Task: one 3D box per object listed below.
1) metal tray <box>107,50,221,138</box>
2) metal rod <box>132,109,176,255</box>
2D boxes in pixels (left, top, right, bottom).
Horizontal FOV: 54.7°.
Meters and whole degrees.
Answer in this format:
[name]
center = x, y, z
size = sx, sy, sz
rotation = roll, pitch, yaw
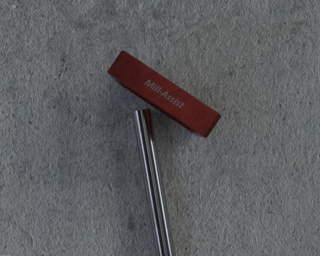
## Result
[metal tray]
center = 0.005, -0.037, 0.377
size = 0.130, 0.090, 0.030
rotation = 34, 90, -1
[metal rod]
center = 0.000, 0.124, 0.410
size = 0.025, 0.025, 0.298
rotation = -10, 90, 0
